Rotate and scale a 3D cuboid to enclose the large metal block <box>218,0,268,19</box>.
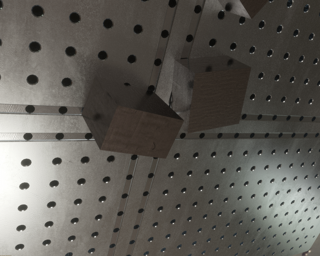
[{"bbox_3d":[0.094,-0.181,0.336,0.080,0.050,0.080,-48,129,5],"label":"large metal block"}]

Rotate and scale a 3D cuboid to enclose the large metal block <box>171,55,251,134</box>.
[{"bbox_3d":[0.063,-0.046,0.403,0.081,0.050,0.079,-10,123,-23],"label":"large metal block"}]

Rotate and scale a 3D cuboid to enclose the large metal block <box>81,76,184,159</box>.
[{"bbox_3d":[-0.033,-0.012,0.351,0.081,0.080,0.050,11,113,-34],"label":"large metal block"}]
